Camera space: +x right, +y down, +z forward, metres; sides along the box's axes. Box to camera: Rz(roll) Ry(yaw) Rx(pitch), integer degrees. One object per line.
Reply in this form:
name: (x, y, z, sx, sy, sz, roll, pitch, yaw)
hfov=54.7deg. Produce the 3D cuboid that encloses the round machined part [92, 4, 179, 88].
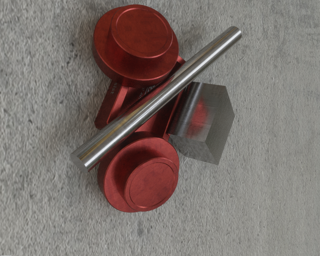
round machined part: (-0.024, -0.098, 0.348, 0.099, 0.042, 0.098, 6, 69, -16)

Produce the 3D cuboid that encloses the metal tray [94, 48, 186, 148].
metal tray: (-0.016, -0.042, 0.389, 0.090, 0.030, 0.130, 31, 71, -36)

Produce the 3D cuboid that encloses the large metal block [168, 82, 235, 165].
large metal block: (0.060, -0.005, 0.421, 0.080, 0.050, 0.080, -67, 151, -19)

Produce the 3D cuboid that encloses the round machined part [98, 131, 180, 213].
round machined part: (-0.018, 0.056, 0.358, 0.099, 0.042, 0.097, -13, 117, -27)

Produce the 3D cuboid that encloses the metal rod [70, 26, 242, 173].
metal rod: (0.015, -0.052, 0.380, 0.302, 0.025, 0.025, -43, 116, -32)
